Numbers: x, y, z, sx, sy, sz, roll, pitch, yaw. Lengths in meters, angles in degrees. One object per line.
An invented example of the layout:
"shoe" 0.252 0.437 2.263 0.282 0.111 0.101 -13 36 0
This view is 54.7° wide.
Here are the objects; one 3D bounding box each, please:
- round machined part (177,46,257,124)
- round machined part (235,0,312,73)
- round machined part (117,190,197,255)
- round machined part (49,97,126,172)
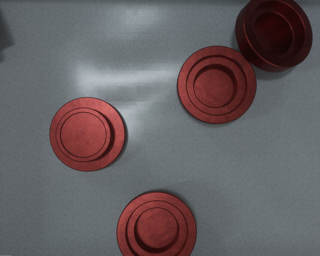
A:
"round machined part" 0.071 -0.054 0.404 0.099 0.042 0.097 0 90 0
"round machined part" 0.139 -0.117 0.395 0.099 0.042 0.097 3 80 -16
"round machined part" -0.004 0.130 0.399 0.099 0.042 0.097 0 83 -2
"round machined part" -0.095 0.008 0.402 0.099 0.042 0.097 0 90 -1
